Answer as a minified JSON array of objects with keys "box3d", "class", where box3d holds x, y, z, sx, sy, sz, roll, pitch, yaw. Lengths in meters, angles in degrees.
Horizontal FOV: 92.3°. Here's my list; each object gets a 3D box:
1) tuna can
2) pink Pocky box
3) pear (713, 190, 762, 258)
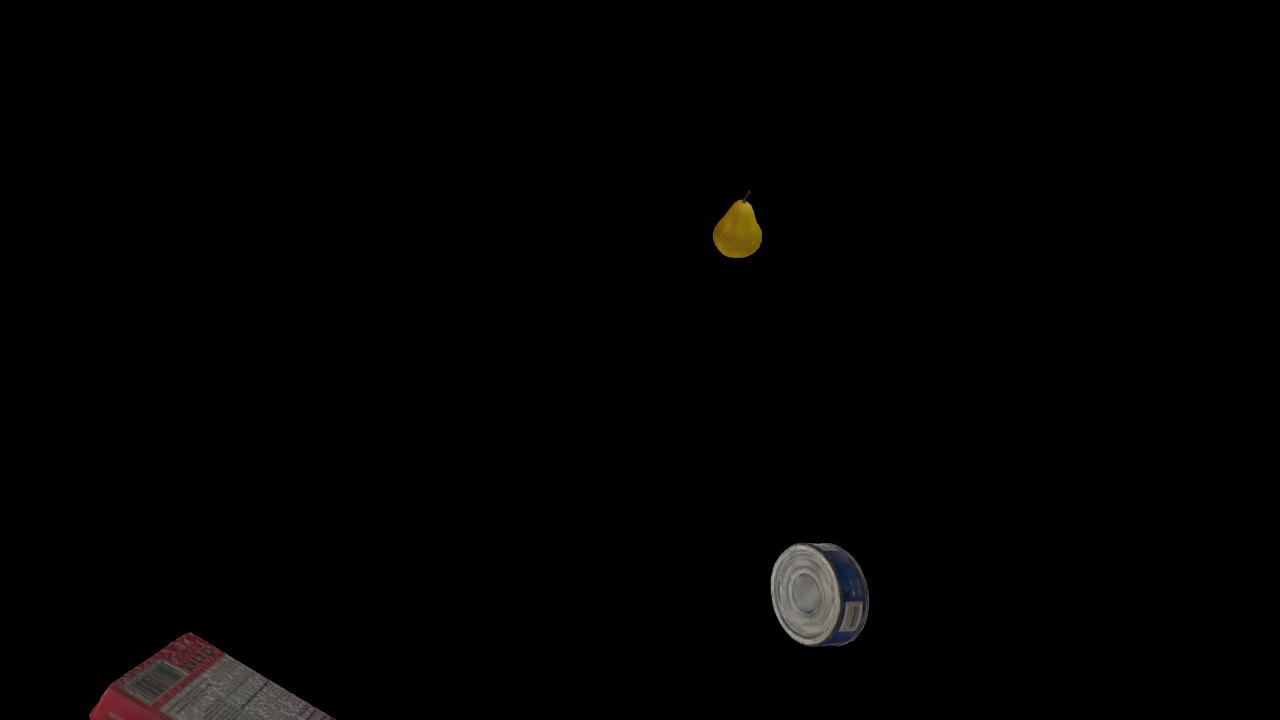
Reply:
[{"box3d":[0.151,0.200,0.528,0.034,0.084,0.084,11,-6,-30],"class":"tuna can"},{"box3d":[-0.297,0.268,0.450,0.155,0.029,0.084,34,-2,-4],"class":"pink Pocky box"},{"box3d":[0.157,-0.221,0.993,0.080,0.111,0.080,-6,43,5],"class":"pear"}]
